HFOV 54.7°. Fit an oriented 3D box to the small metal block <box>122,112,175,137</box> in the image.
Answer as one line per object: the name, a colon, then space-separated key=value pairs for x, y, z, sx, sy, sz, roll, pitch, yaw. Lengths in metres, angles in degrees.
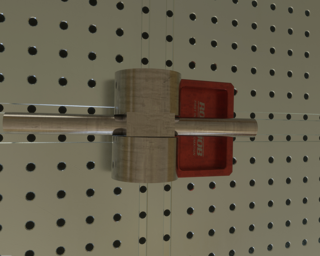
small metal block: x=-0.014 y=-0.004 z=0.343 sx=0.050 sy=0.050 sz=0.025 roll=1 pitch=90 yaw=-12

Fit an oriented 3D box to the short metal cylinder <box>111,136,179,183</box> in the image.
short metal cylinder: x=-0.018 y=0.035 z=0.376 sx=0.081 sy=0.080 sz=0.050 roll=1 pitch=90 yaw=-20

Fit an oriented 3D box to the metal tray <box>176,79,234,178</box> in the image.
metal tray: x=0.055 y=0.001 z=0.430 sx=0.091 sy=0.030 sz=0.129 roll=1 pitch=90 yaw=-20

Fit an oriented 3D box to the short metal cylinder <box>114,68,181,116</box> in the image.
short metal cylinder: x=-0.015 y=-0.040 z=0.376 sx=0.081 sy=0.080 sz=0.050 roll=1 pitch=90 yaw=-20

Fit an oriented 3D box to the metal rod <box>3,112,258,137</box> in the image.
metal rod: x=-0.025 y=-0.003 z=0.378 sx=0.302 sy=0.025 sz=0.025 roll=1 pitch=90 yaw=-11
